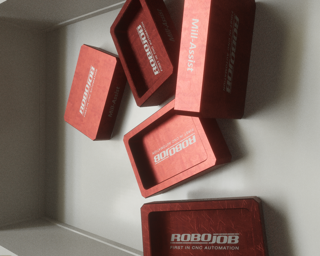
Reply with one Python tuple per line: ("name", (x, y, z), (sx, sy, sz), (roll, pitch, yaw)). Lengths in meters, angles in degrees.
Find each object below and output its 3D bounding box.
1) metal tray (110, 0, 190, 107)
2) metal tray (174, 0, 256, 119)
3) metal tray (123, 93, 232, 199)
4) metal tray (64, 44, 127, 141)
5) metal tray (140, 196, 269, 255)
("metal tray", (-0.016, -0.103, 0.400), (0.090, 0.030, 0.130), (-40, 65, 48))
("metal tray", (0.059, -0.075, 0.314), (0.030, 0.091, 0.129), (9, 96, 39))
("metal tray", (0.014, 0.024, 0.382), (0.130, 0.030, 0.090), (-34, 69, 39))
("metal tray", (-0.100, -0.056, 0.483), (0.090, 0.030, 0.129), (29, 108, 36))
("metal tray", (0.046, 0.123, 0.335), (0.130, 0.030, 0.090), (-8, 79, 22))
